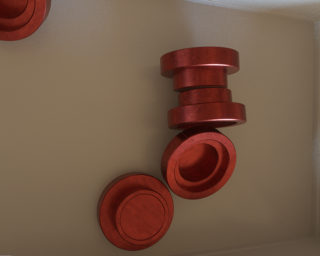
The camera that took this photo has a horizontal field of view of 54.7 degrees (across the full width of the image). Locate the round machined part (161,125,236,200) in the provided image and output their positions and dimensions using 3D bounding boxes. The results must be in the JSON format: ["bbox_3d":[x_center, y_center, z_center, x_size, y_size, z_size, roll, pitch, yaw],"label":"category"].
[{"bbox_3d":[0.047,0.042,0.409,0.099,0.042,0.097,-8,114,-18],"label":"round machined part"}]

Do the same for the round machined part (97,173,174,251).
[{"bbox_3d":[-0.027,0.107,0.393,0.099,0.042,0.097,0,90,-21],"label":"round machined part"}]

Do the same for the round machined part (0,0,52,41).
[{"bbox_3d":[-0.164,-0.145,0.324,0.099,0.042,0.097,-1,126,-1],"label":"round machined part"}]

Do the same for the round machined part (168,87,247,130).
[{"bbox_3d":[0.058,-0.024,0.395,0.099,0.098,0.042,-1,83,-20],"label":"round machined part"}]

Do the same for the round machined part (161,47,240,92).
[{"bbox_3d":[0.050,-0.069,0.391,0.099,0.098,0.042,-2,90,-20],"label":"round machined part"}]
